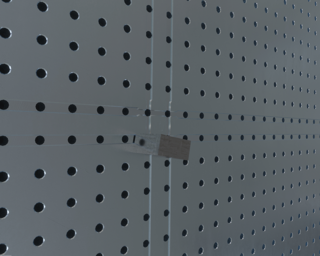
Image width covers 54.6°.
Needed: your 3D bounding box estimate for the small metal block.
[{"bbox_3d":[0.002,0.024,0.394,0.050,0.050,0.025,14,81,-39],"label":"small metal block"}]
